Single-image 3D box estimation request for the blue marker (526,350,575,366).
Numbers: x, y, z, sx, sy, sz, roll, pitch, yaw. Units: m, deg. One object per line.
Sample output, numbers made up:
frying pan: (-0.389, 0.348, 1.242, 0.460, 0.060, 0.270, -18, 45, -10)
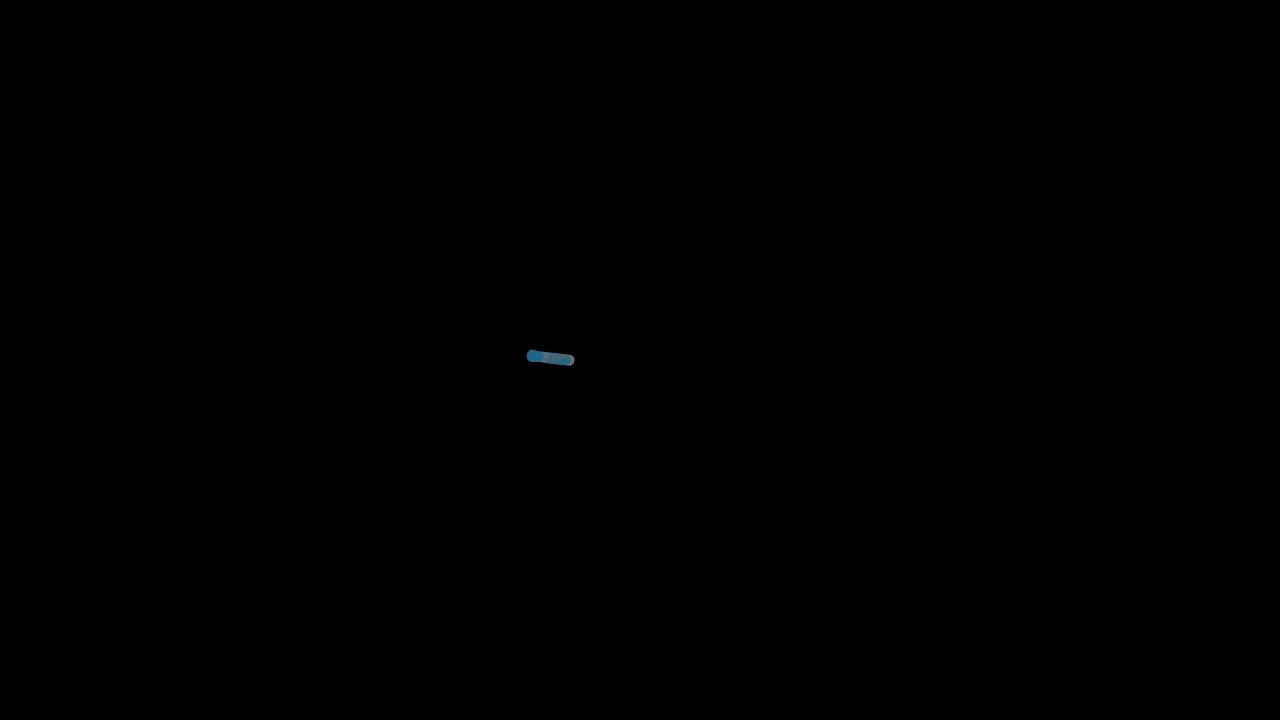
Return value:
blue marker: (-0.142, -0.003, 0.982, 0.020, 0.020, 0.121, 0, -3, 24)
